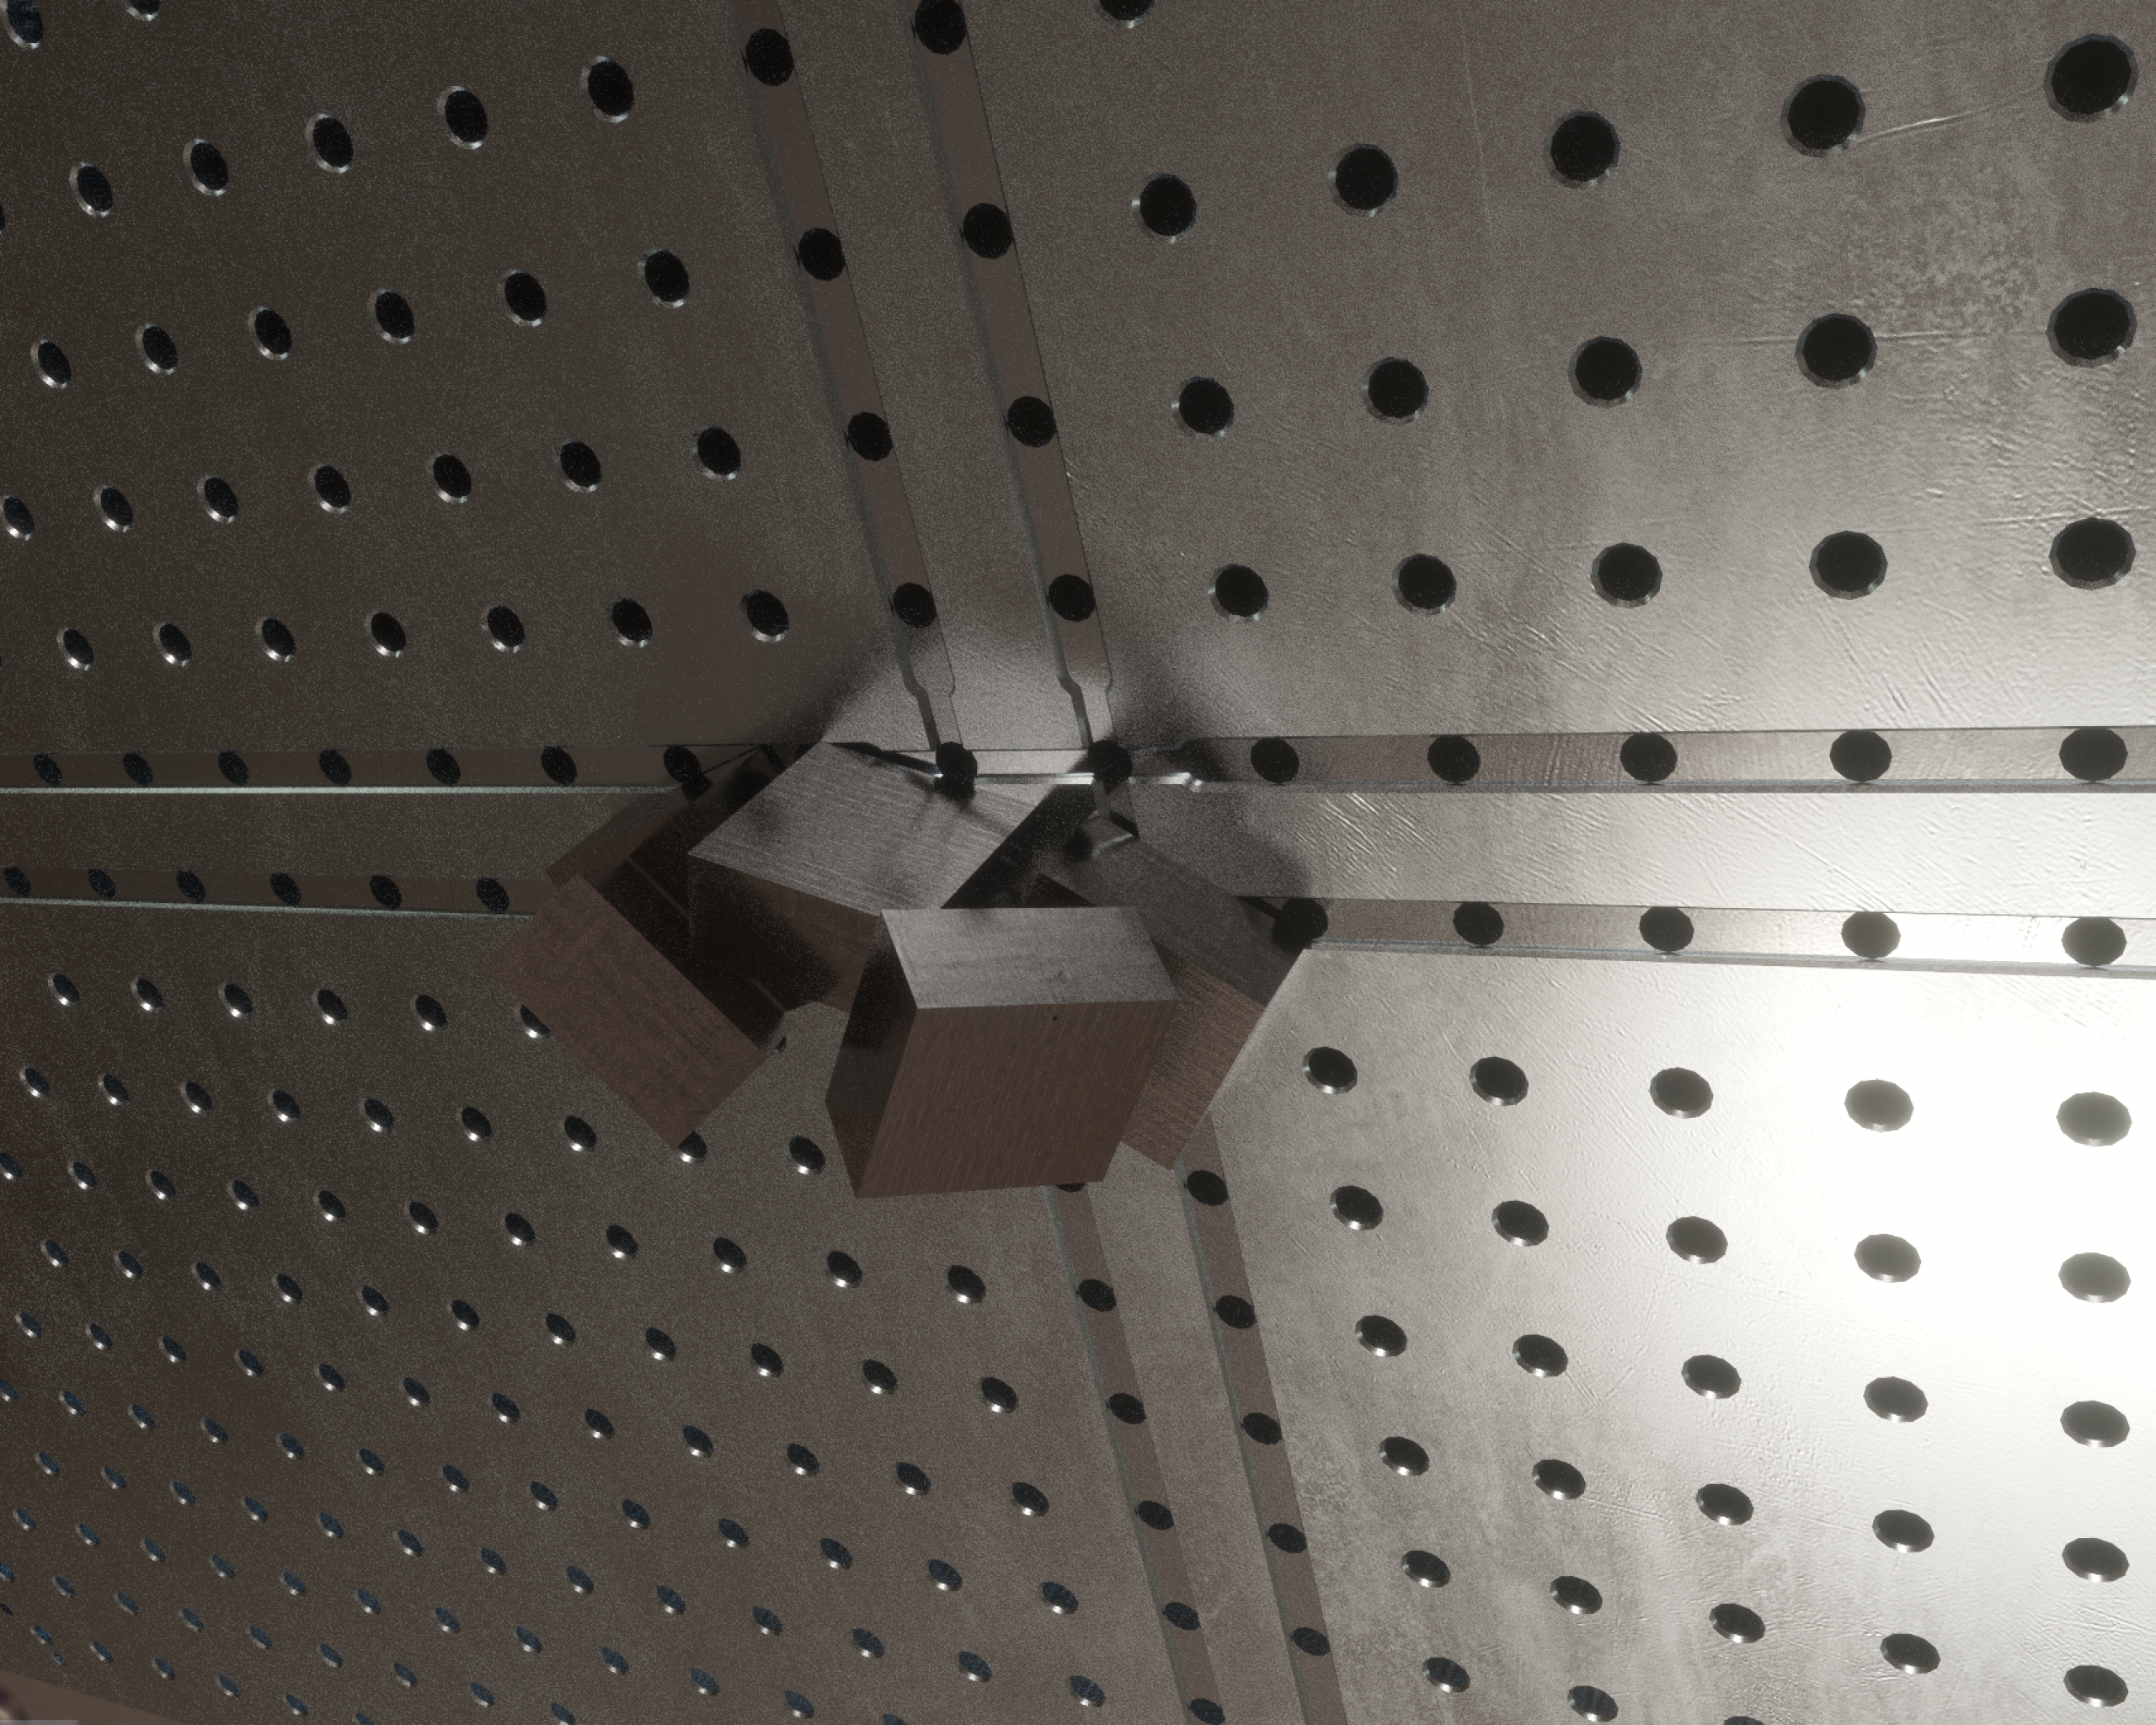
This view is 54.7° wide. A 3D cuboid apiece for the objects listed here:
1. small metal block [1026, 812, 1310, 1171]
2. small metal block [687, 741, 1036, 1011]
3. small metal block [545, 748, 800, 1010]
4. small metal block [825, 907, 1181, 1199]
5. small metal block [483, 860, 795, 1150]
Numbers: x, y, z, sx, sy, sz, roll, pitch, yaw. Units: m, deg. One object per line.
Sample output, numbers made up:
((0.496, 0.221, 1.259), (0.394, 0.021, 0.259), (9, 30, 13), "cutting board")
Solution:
((0.011, 0.026, 0.421), (0.050, 0.025, 0.050), (31, 128, 7), "small metal block")
((-0.043, 0.004, 0.418), (0.050, 0.050, 0.025), (17, 125, 18), "small metal block")
((-0.080, 0.009, 0.457), (0.050, 0.025, 0.050), (-21, 108, 35), "small metal block")
((-0.015, 0.035, 0.389), (0.050, 0.025, 0.050), (0, 131, -25), "small metal block")
((-0.086, 0.027, 0.419), (0.025, 0.050, 0.050), (-45, 94, 1), "small metal block")
